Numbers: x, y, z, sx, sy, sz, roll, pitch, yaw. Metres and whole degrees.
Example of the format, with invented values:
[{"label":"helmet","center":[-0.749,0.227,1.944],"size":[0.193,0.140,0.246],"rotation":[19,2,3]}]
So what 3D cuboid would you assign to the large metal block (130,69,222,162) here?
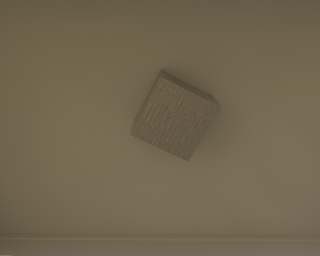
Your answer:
[{"label":"large metal block","center":[0.018,-0.017,0.392],"size":[0.080,0.050,0.080],"rotation":[26,108,-10]}]
